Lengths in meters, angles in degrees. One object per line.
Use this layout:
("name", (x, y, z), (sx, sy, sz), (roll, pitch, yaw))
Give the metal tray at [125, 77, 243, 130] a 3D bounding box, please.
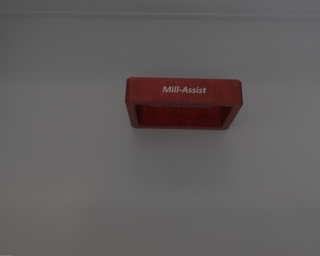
("metal tray", (0.027, -0.027, 0.385), (0.131, 0.090, 0.030), (1, 70, 0))
